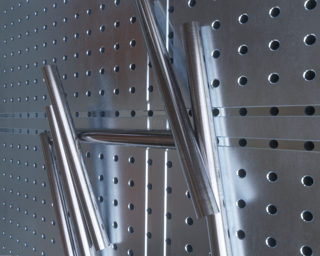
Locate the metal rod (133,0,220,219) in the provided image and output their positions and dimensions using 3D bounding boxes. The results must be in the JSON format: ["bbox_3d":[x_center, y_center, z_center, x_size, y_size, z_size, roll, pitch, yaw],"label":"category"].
[{"bbox_3d":[0.013,-0.042,0.378,0.025,0.025,0.299,-32,64,36],"label":"metal rod"}]

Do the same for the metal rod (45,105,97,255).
[{"bbox_3d":[-0.141,0.108,0.507,0.025,0.025,0.299,-18,85,39],"label":"metal rod"}]

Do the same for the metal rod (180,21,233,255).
[{"bbox_3d":[0.055,0.023,0.364,0.025,0.025,0.299,-12,83,39],"label":"metal rod"}]

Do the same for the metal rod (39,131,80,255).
[{"bbox_3d":[-0.175,0.149,0.555,0.025,0.025,0.299,-28,73,36],"label":"metal rod"}]

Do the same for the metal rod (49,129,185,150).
[{"bbox_3d":[-0.079,0.014,0.475,0.300,0.025,0.025,1,91,40],"label":"metal rod"}]

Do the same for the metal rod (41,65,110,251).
[{"bbox_3d":[-0.135,0.045,0.494,0.025,0.025,0.299,-20,86,38],"label":"metal rod"}]
